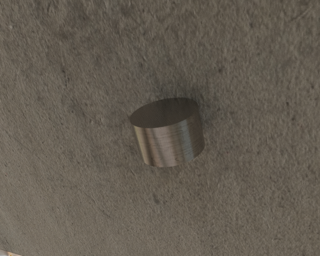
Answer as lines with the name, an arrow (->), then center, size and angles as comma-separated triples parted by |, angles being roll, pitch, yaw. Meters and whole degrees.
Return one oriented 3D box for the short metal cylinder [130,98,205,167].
short metal cylinder -> 0.009, 0.003, 0.367 | 0.080, 0.080, 0.050 | 1, 119, 27
